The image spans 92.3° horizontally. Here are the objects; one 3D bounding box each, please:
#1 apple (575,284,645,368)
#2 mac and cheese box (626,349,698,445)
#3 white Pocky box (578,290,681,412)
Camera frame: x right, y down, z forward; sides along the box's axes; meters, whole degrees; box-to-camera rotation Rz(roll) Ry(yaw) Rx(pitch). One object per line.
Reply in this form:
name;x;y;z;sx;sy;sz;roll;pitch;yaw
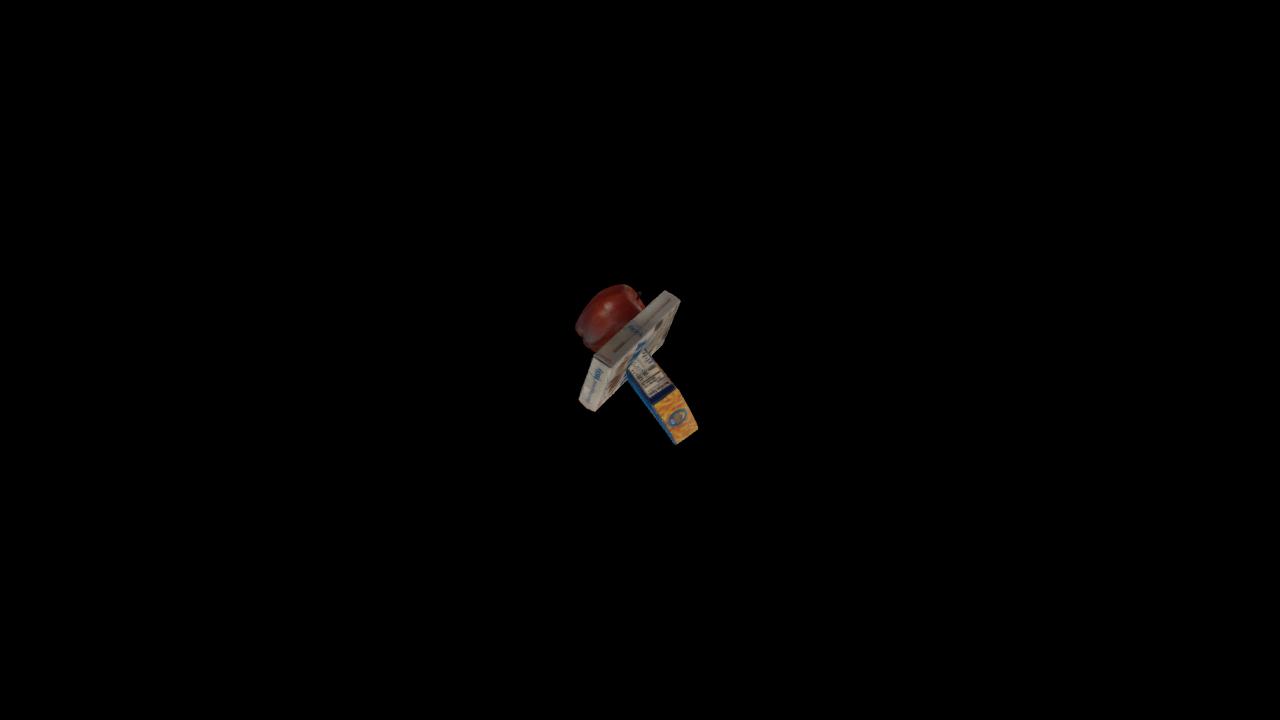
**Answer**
apple;-0.033;-0.052;0.760;0.093;0.079;0.079;-38;-6;8
mac and cheese box;0.000;0.012;0.755;0.041;0.184;0.093;-34;-41;-5
white Pocky box;-0.010;-0.013;0.719;0.028;0.084;0.154;35;48;11
